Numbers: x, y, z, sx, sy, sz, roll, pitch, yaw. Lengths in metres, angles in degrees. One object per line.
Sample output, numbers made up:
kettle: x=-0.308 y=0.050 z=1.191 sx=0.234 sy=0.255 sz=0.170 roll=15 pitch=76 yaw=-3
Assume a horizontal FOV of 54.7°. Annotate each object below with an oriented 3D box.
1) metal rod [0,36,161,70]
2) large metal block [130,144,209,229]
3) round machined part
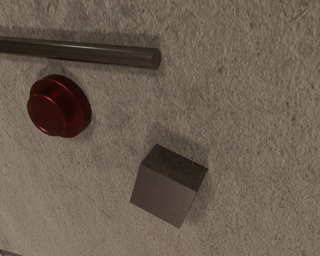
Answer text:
metal rod: x=-0.141 y=-0.104 z=0.414 sx=0.301 sy=0.025 sz=0.025 roll=10 pitch=123 yaw=22
large metal block: x=0.011 y=0.081 z=0.434 sx=0.080 sy=0.050 sz=0.079 roll=25 pitch=127 yaw=12
round machined part: x=-0.155 y=-0.027 z=0.459 sx=0.098 sy=0.042 sz=0.097 roll=13 pitch=124 yaw=20
